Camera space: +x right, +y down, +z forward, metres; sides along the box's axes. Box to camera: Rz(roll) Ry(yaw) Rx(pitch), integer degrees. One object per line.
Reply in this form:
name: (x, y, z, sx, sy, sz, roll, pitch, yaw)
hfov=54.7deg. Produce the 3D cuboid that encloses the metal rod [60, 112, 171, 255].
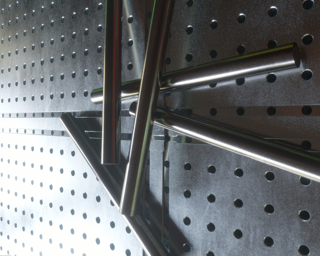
metal rod: (-0.076, 0.082, 0.469, 0.300, 0.025, 0.025, 49, 119, 28)

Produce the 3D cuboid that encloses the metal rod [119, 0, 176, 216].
metal rod: (-0.015, -0.035, 0.385, 0.025, 0.025, 0.298, 17, 100, 38)

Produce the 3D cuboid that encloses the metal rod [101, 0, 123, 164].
metal rod: (-0.066, -0.099, 0.435, 0.025, 0.025, 0.298, -9, 76, 39)

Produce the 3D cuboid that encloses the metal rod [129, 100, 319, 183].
metal rod: (0.078, 0.013, 0.343, 0.300, 0.025, 0.025, 20, 102, 38)

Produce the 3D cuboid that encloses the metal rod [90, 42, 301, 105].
metal rod: (0.016, -0.060, 0.394, 0.300, 0.025, 0.025, -5, 87, 39)
